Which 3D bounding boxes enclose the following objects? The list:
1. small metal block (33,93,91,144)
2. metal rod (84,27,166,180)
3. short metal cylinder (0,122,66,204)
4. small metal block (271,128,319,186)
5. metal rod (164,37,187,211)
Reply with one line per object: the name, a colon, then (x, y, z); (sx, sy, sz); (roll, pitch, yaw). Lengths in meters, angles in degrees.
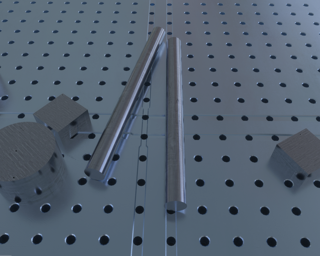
small metal block: (-0.131, -0.013, 0.418); (0.050, 0.025, 0.050); (31, 57, 23)
metal rod: (-0.039, -0.057, 0.455); (0.025, 0.025, 0.300); (11, 51, 9)
short metal cylinder: (-0.155, 0.039, 0.357); (0.080, 0.050, 0.080); (0, 50, 0)
small metal block: (0.176, 0.034, 0.380); (0.050, 0.025, 0.050); (-24, 54, -19)
metal rod: (0.020, -0.030, 0.432); (0.025, 0.025, 0.300); (1, 50, 1)
